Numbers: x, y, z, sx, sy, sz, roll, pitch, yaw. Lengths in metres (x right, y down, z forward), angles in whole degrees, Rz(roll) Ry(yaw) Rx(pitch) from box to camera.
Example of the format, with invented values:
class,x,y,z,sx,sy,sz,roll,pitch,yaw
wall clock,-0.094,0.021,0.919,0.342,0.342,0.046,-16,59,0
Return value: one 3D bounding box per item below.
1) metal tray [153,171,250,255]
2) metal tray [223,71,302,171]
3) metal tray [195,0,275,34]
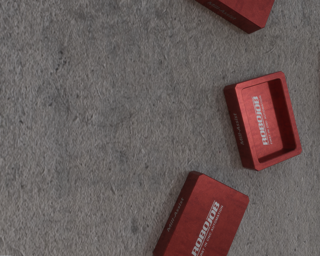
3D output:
class,x,y,z,sx,sy,sz,roll,pitch,yaw
metal tray,0.058,0.136,0.428,0.090,0.030,0.130,29,81,-18
metal tray,0.155,-0.011,0.463,0.091,0.030,0.129,-18,96,-19
metal tray,0.105,-0.207,0.444,0.131,0.030,0.090,24,82,-19
